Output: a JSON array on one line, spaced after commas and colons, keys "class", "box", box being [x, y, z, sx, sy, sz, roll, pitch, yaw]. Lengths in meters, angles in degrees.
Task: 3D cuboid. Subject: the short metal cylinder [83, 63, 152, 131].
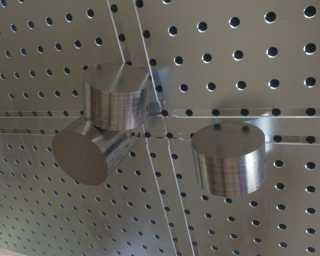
[{"class": "short metal cylinder", "box": [-0.052, -0.040, 0.377, 0.080, 0.080, 0.050, 19, 126, 16]}]

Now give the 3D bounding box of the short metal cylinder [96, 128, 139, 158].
[{"class": "short metal cylinder", "box": [-0.078, 0.013, 0.442, 0.080, 0.050, 0.079, 13, 124, 20]}]

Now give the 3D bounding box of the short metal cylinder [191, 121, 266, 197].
[{"class": "short metal cylinder", "box": [0.079, 0.033, 0.354, 0.080, 0.080, 0.050, 3, 120, 26]}]

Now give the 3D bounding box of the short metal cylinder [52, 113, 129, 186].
[{"class": "short metal cylinder", "box": [-0.086, 0.025, 0.389, 0.080, 0.050, 0.079, 13, 124, 20]}]
